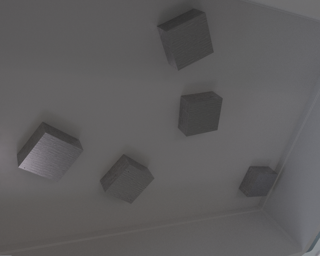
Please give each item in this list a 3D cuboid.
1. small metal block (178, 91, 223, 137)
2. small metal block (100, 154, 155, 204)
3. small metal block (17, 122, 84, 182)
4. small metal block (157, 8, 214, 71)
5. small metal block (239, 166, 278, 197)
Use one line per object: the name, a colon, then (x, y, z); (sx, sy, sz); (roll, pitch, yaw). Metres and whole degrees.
small metal block: (0.055, -0.020, 0.426); (0.050, 0.025, 0.050); (-11, 123, -23)
small metal block: (-0.045, 0.071, 0.428); (0.050, 0.025, 0.050); (-48, 129, 6)
small metal block: (-0.126, 0.028, 0.357); (0.050, 0.025, 0.050); (34, 99, -39)
small metal block: (0.030, -0.103, 0.361); (0.050, 0.025, 0.050); (-29, 128, -10)
small metal block: (0.180, 0.098, 0.567); (0.050, 0.025, 0.050); (5, 116, -31)
